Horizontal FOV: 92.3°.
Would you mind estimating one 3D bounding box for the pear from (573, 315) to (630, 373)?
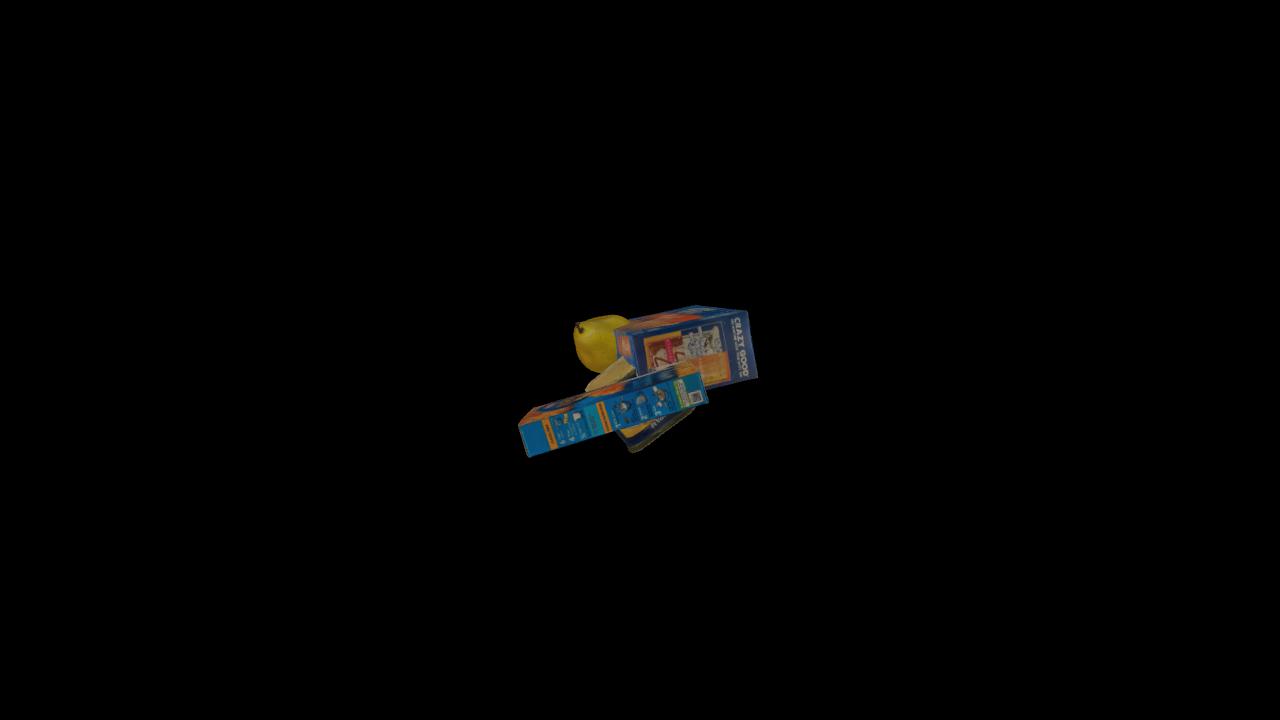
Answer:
[{"bbox_3d":[-0.054,-0.023,0.747,0.080,0.080,0.111,0,-8,37],"label":"pear"}]

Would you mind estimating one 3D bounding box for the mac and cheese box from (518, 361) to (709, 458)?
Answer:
[{"bbox_3d":[-0.026,0.047,0.635,0.184,0.041,0.093,-17,7,1],"label":"mac and cheese box"}]

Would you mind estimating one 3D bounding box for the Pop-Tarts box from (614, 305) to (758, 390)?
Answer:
[{"bbox_3d":[0.040,-0.013,0.752,0.141,0.083,0.167,-12,11,-13],"label":"Pop-Tarts box"}]

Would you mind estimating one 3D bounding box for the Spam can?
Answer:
[{"bbox_3d":[0.001,0.040,0.700,0.101,0.085,0.058,-38,23,3],"label":"Spam can"}]
